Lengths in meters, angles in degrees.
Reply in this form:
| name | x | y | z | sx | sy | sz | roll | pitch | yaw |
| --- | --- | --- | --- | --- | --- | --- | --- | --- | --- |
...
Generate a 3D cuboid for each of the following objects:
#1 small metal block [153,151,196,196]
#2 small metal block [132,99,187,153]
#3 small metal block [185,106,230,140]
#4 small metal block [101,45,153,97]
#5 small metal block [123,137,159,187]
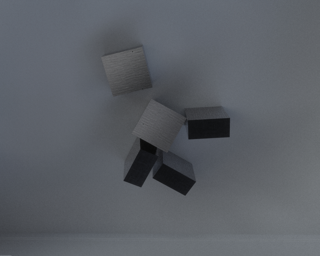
| name | x | y | z | sx | sy | sz | roll | pitch | yaw |
| --- | --- | --- | --- | --- | --- | --- | --- | --- | --- |
| small metal block | 0.018 | 0.058 | 0.420 | 0.050 | 0.050 | 0.025 | 30 | 107 | -11 |
| small metal block | -0.001 | -0.002 | 0.398 | 0.050 | 0.025 | 0.050 | 29 | 87 | 0 |
| small metal block | 0.059 | -0.008 | 0.396 | 0.050 | 0.050 | 0.025 | -3 | 110 | 1 |
| small metal block | -0.040 | -0.071 | 0.385 | 0.050 | 0.025 | 0.050 | -13 | 110 | 4 |
| small metal block | -0.026 | 0.042 | 0.412 | 0.025 | 0.050 | 0.050 | 24 | 109 | -14 |
